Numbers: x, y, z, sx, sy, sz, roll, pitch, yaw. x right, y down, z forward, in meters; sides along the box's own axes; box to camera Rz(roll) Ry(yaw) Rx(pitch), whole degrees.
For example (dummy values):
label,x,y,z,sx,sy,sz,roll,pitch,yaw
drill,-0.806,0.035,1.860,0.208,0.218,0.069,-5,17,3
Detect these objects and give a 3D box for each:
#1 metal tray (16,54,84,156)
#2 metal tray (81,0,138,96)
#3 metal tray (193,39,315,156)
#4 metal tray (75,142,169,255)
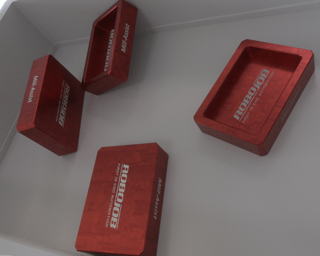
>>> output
label,x,y,z,sx,sy,sz,roll,pitch,yaw
metal tray,-0.159,-0.034,0.468,0.030,0.090,0.130,-15,56,20
metal tray,-0.080,-0.125,0.486,0.090,0.030,0.130,-15,63,47
metal tray,0.112,-0.041,0.368,0.090,0.030,0.130,24,74,36
metal tray,-0.043,0.085,0.373,0.090,0.030,0.130,-6,59,25
